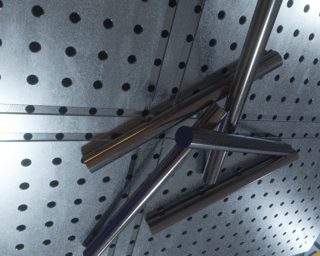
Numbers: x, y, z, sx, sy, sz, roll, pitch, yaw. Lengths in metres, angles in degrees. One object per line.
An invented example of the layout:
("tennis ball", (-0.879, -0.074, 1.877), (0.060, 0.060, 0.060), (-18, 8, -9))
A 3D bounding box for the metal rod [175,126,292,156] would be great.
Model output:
("metal rod", (0.127, 0.024, 0.453), (0.302, 0.025, 0.025), (8, 115, -47))

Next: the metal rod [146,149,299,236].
("metal rod", (0.117, 0.106, 0.543), (0.302, 0.025, 0.025), (-23, 127, -15))

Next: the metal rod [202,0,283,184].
("metal rod", (0.101, -0.031, 0.418), (0.025, 0.025, 0.298), (-10, 133, -23))

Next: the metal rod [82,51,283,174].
("metal rod", (0.037, -0.026, 0.417), (0.302, 0.025, 0.025), (-29, 129, -10))

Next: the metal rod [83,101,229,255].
("metal rod", (-0.014, 0.084, 0.441), (0.025, 0.025, 0.299), (30, 107, -38))
